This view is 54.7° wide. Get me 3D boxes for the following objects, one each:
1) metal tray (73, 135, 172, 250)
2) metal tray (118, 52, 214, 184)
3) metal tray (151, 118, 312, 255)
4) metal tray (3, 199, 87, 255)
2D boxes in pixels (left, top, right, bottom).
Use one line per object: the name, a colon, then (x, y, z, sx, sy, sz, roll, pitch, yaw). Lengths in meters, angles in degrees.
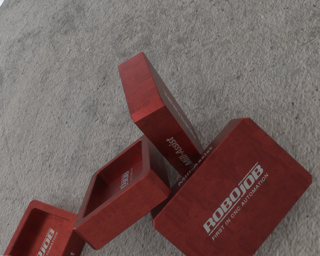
metal tray: (-0.038, 0.059, 0.335, 0.090, 0.030, 0.130, -38, 14, 5)
metal tray: (0.009, -0.006, 0.328, 0.030, 0.130, 0.090, -30, 43, 10)
metal tray: (0.066, 0.065, 0.291, 0.090, 0.030, 0.130, 42, 84, -4)
metal tray: (-0.149, 0.162, 0.379, 0.090, 0.030, 0.130, 8, 65, 31)
